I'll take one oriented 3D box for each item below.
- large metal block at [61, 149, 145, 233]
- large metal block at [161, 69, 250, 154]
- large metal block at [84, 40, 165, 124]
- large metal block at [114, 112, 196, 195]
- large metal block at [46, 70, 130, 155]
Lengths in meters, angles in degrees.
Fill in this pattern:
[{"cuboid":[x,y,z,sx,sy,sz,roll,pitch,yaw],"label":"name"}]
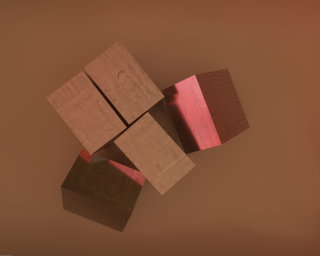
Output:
[{"cuboid":[-0.069,0.079,0.375,0.080,0.080,0.050,22,55,-1],"label":"large metal block"},{"cuboid":[0.058,-0.022,0.377,0.050,0.081,0.080,-21,90,40],"label":"large metal block"},{"cuboid":[-0.040,-0.051,0.382,0.050,0.080,0.080,-39,91,0],"label":"large metal block"},{"cuboid":[-0.006,0.028,0.382,0.050,0.080,0.080,-42,91,0],"label":"large metal block"},{"cuboid":[-0.081,-0.017,0.382,0.050,0.080,0.080,-38,90,0],"label":"large metal block"}]
